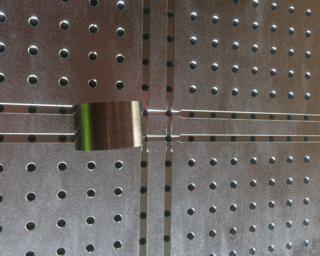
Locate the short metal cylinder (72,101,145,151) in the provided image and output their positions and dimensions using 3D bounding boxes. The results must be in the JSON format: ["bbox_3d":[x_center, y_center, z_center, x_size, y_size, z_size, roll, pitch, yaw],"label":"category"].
[{"bbox_3d":[-0.059,-0.003,0.361,0.081,0.080,0.050,-4,92,-20],"label":"short metal cylinder"}]
